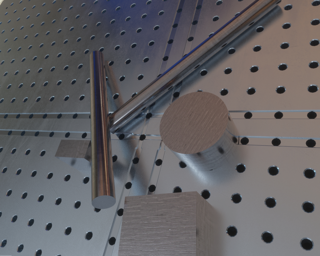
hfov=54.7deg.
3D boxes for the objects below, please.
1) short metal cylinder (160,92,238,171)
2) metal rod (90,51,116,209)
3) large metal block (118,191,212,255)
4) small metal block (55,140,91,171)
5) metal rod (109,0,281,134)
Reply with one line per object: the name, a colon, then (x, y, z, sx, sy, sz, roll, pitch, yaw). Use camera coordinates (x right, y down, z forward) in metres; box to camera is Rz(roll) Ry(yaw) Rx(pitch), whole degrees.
short metal cylinder: (0.047, 0.004, 0.364, 0.080, 0.050, 0.080, -13, 56, 20)
metal rod: (-0.085, -0.023, 0.433, 0.025, 0.025, 0.300, -26, 43, 11)
large metal block: (0.007, 0.114, 0.318, 0.080, 0.050, 0.080, -9, 58, 23)
small metal block: (-0.104, 0.038, 0.421, 0.050, 0.050, 0.025, 0, 62, 28)
metal rod: (0.044, -0.093, 0.441, 0.300, 0.025, 0.025, -38, 51, 2)
